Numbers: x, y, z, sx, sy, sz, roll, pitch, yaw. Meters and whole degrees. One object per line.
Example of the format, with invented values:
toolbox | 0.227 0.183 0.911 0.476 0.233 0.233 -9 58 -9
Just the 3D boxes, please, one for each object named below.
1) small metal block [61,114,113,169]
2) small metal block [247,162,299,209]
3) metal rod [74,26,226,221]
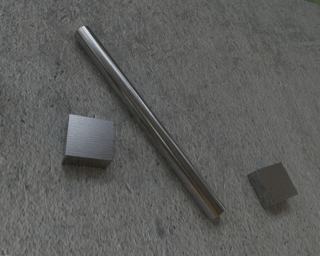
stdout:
small metal block | -0.081 0.016 0.350 0.050 0.025 0.050 10 57 -23
small metal block | 0.160 0.081 0.441 0.050 0.025 0.050 -9 67 -32
metal rod | -0.018 -0.013 0.401 0.025 0.025 0.299 -29 78 -37
